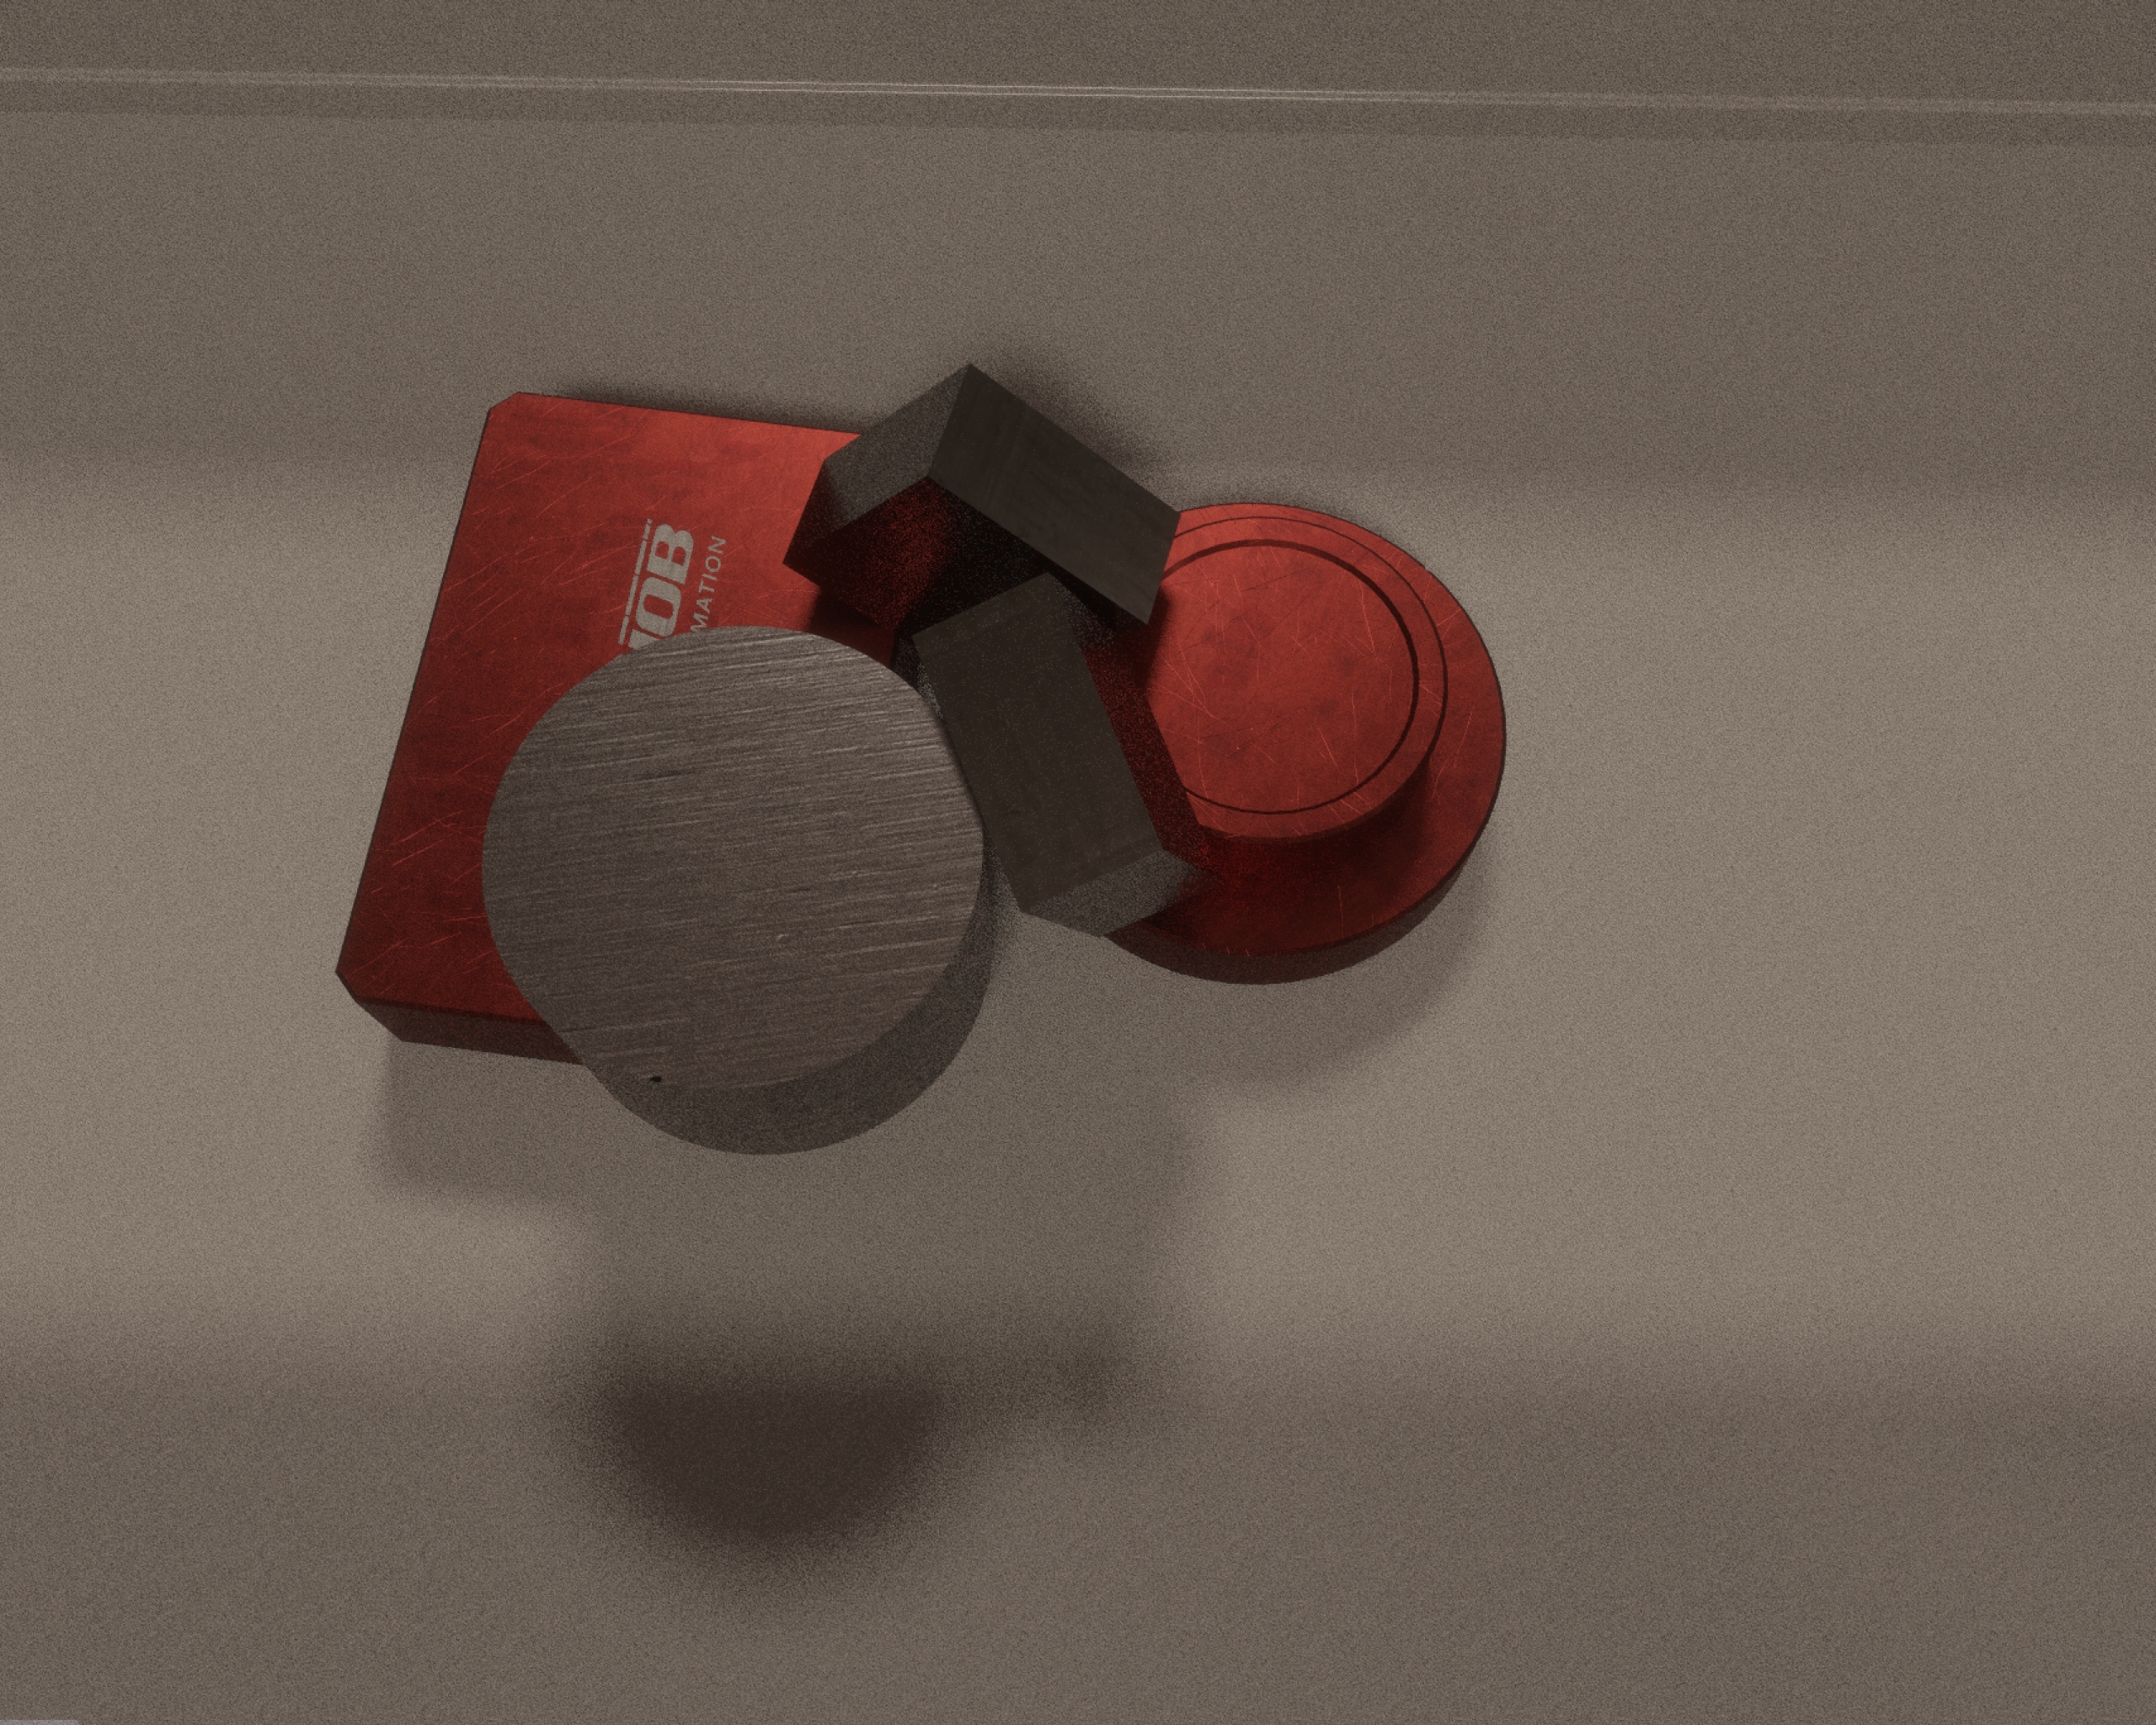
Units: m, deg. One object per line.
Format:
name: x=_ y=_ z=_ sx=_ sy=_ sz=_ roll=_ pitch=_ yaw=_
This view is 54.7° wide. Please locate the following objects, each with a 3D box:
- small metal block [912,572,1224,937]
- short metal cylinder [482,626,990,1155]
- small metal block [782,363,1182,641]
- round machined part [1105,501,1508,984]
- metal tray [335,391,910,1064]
small metal block: x=0.000 y=-0.017 z=0.359 sx=0.025 sy=0.050 sz=0.050 roll=-24 pitch=78 yaw=11
short metal cylinder: x=-0.056 y=0.006 z=0.360 sx=0.081 sy=0.050 sz=0.080 roll=0 pitch=70 yaw=0
small metal block: x=-0.018 y=-0.060 z=0.389 sx=0.050 sy=0.050 sz=0.025 roll=31 pitch=62 yaw=-28
round machined part: x=0.035 y=-0.029 z=0.409 sx=0.099 sy=0.042 sz=0.098 roll=0 pitch=70 yaw=-1
metal tray: x=-0.082 y=-0.025 z=0.411 sx=0.091 sy=0.030 sz=0.130 roll=7 pitch=70 yaw=2
